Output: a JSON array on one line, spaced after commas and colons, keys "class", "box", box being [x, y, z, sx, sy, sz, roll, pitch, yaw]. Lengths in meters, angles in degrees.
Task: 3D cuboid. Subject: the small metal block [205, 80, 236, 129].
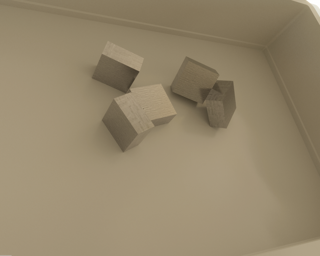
[{"class": "small metal block", "box": [0.091, -0.035, 0.458, 0.025, 0.050, 0.050, 8, 44, 29]}]

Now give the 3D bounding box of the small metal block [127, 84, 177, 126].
[{"class": "small metal block", "box": [-0.013, -0.029, 0.416, 0.050, 0.025, 0.050, -15, 70, -34]}]

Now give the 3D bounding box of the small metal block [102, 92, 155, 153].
[{"class": "small metal block", "box": [-0.039, -0.006, 0.372, 0.025, 0.050, 0.050, -27, 77, -37]}]

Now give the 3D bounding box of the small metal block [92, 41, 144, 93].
[{"class": "small metal block", "box": [-0.056, -0.078, 0.407, 0.050, 0.050, 0.025, 23, 53, -14]}]

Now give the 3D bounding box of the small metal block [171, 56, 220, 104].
[{"class": "small metal block", "box": [0.051, -0.070, 0.455, 0.050, 0.050, 0.025, 21, 24, -16]}]
